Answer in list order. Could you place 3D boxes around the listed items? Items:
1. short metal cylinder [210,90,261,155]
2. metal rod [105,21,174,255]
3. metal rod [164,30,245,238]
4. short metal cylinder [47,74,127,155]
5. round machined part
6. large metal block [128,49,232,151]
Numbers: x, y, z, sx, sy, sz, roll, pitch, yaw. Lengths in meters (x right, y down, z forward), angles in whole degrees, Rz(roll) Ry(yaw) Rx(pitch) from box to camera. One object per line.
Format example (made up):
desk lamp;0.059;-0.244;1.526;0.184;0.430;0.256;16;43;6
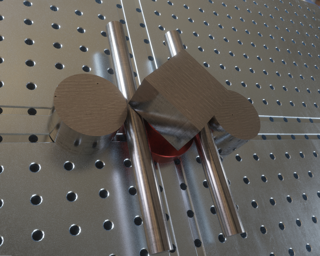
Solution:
short metal cylinder;0.096;-0.008;0.448;0.081;0.050;0.080;14;56;-21
metal rod;-0.031;-0.009;0.369;0.025;0.025;0.299;0;62;-28
metal rod;0.051;-0.010;0.415;0.025;0.025;0.299;0;62;-28
short metal cylinder;-0.084;-0.015;0.356;0.081;0.050;0.080;14;56;-21
round machined part;0.003;-0.007;0.404;0.099;0.042;0.098;14;56;-21
large metal block;0.025;-0.035;0.366;0.080;0.050;0.080;44;51;2
